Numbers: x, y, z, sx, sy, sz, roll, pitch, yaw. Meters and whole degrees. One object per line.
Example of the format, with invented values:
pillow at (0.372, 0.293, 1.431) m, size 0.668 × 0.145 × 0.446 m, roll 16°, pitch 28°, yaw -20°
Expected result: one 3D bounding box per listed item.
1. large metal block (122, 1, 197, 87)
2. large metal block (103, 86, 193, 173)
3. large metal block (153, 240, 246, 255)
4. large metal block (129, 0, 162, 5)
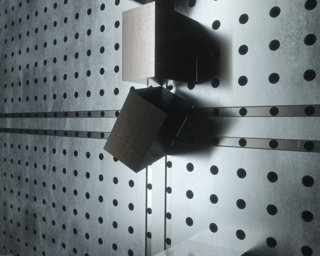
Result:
large metal block at (0.001, -0.094, 0.374) m, size 0.050 × 0.081 × 0.080 m, roll 1°, pitch 90°, yaw 40°
large metal block at (-0.012, -0.002, 0.377) m, size 0.050 × 0.080 × 0.080 m, roll 34°, pitch 112°, yaw 16°
large metal block at (0.041, 0.166, 0.341) m, size 0.080 × 0.081 × 0.050 m, roll -4°, pitch 87°, yaw 40°
large metal block at (-0.031, -0.208, 0.401) m, size 0.050 × 0.081 × 0.080 m, roll 34°, pitch 111°, yaw 35°
